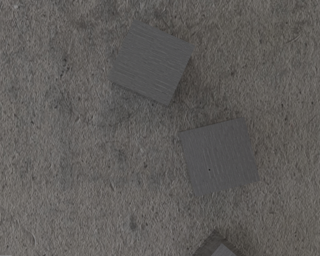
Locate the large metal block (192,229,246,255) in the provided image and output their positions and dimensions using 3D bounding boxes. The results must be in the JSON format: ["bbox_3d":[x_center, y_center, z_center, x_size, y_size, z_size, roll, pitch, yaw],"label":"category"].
[{"bbox_3d":[0.079,0.195,0.398,0.080,0.050,0.080,41,90,0],"label":"large metal block"}]

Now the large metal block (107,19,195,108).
[{"bbox_3d":[-0.010,-0.079,0.397,0.080,0.050,0.080,24,90,0],"label":"large metal block"}]

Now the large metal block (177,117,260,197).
[{"bbox_3d":[0.072,0.034,0.398,0.080,0.050,0.080,-14,90,0],"label":"large metal block"}]
